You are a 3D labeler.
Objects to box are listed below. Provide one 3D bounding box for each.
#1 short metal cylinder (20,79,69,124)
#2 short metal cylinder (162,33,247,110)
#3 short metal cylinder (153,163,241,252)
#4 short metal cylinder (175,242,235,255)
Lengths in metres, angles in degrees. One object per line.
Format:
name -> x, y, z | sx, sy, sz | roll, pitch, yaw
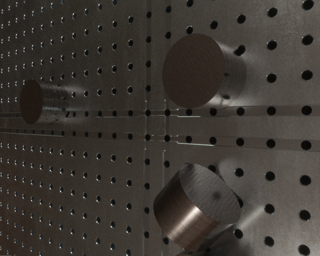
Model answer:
short metal cylinder -> -0.211, -0.046, 0.564 | 0.080, 0.050, 0.079 | 0, 90, 39
short metal cylinder -> 0.049, -0.061, 0.351 | 0.080, 0.050, 0.079 | 0, 90, 39
short metal cylinder -> 0.040, 0.085, 0.339 | 0.080, 0.081, 0.050 | 51, 120, 27
short metal cylinder -> 0.049, 0.176, 0.351 | 0.080, 0.050, 0.079 | 0, 90, 39
